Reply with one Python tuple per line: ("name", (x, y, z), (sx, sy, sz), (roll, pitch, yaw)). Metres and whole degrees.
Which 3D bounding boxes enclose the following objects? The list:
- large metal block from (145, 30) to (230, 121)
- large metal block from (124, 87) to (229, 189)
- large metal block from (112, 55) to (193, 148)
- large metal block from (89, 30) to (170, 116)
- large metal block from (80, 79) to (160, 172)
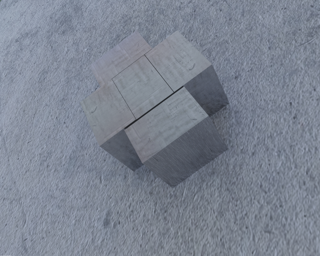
("large metal block", (0.035, -0.061, 0.389), (0.050, 0.080, 0.080), (-36, 51, 4))
("large metal block", (0.021, 0.014, 0.350), (0.080, 0.080, 0.050), (-36, 51, 4))
("large metal block", (-0.006, -0.031, 0.392), (0.050, 0.080, 0.080), (-36, 51, 4))
("large metal block", (-0.036, -0.073, 0.433), (0.080, 0.080, 0.050), (-36, 51, 4))
("large metal block", (-0.047, -0.002, 0.395), (0.050, 0.080, 0.080), (-36, 51, 4))
